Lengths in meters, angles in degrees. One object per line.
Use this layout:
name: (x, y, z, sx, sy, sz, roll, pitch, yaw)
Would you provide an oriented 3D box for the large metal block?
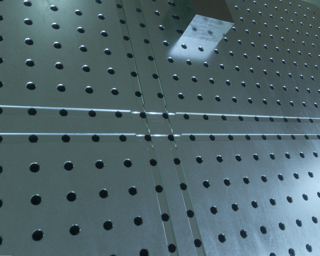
large metal block: (0.077, -0.208, 0.560, 0.081, 0.050, 0.080, 2, 61, -27)
